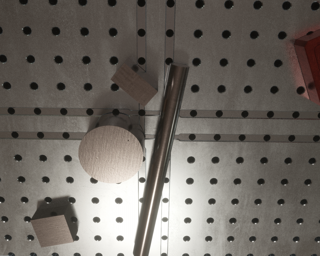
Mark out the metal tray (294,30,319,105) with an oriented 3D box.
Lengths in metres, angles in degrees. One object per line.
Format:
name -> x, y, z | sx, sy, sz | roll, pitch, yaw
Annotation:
metal tray -> 0.245, -0.091, 0.380 | 0.130, 0.030, 0.090 | -23, 109, 7

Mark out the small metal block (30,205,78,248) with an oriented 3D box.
small metal block -> -0.158, 0.148, 0.466 | 0.050, 0.025, 0.050 | -11, 110, 3

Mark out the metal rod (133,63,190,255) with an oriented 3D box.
metal rod -> -0.003, 0.059, 0.435 | 0.025, 0.025, 0.298 | 10, 110, -4

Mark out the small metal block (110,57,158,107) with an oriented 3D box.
small metal block -> -0.029, -0.057, 0.379 | 0.050, 0.050, 0.025 | 39, 105, -14

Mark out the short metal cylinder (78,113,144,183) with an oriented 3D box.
short metal cylinder -> -0.061, 0.026, 0.409 | 0.081, 0.050, 0.079 | 0, 110, -1
